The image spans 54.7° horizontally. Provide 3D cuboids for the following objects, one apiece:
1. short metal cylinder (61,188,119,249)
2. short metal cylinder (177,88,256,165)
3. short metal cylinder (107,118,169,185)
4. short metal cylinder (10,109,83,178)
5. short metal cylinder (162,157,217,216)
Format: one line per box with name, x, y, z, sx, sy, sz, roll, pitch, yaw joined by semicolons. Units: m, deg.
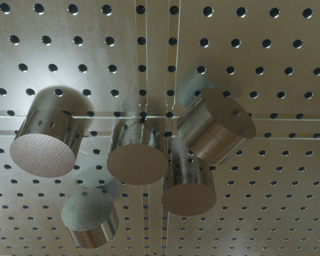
short metal cylinder;-0.110;0.143;0.496;0.080;0.080;0.050;-4;130;3
short metal cylinder;0.068;-0.003;0.374;0.080;0.080;0.050;25;126;-20
short metal cylinder;-0.029;0.033;0.423;0.081;0.050;0.079;0;130;0
short metal cylinder;-0.148;0.021;0.411;0.081;0.050;0.079;0;130;0
short metal cylinder;0.043;0.090;0.472;0.081;0.050;0.079;0;130;0
